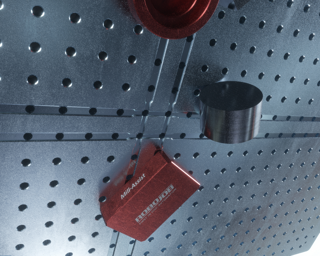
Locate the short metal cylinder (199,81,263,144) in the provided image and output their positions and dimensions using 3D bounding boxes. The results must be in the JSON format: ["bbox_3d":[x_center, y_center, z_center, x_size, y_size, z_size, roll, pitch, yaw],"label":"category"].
[{"bbox_3d":[0.094,-0.023,0.415,0.081,0.080,0.050,-19,126,-18],"label":"short metal cylinder"}]

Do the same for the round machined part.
[{"bbox_3d":[0.011,-0.145,0.318,0.099,0.042,0.097,-14,125,-21],"label":"round machined part"}]

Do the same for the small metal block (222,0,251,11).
[{"bbox_3d":[0.093,-0.174,0.356,0.050,0.025,0.050,-40,130,-1],"label":"small metal block"}]

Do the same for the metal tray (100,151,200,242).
[{"bbox_3d":[-0.013,0.106,0.468,0.130,0.030,0.090,-45,130,3],"label":"metal tray"}]
